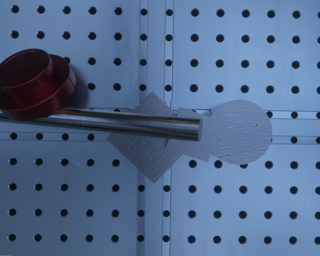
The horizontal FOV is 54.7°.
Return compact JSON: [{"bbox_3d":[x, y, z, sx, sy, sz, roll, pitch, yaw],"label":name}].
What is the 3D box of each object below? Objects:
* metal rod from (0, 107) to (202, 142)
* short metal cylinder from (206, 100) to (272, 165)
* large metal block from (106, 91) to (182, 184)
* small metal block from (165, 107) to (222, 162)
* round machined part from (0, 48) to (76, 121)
[{"bbox_3d":[-0.101,-0.011,0.368,0.301,0.025,0.025,5,90,16],"label":"metal rod"},{"bbox_3d":[0.097,0.005,0.402,0.081,0.050,0.079,0,90,-1],"label":"short metal cylinder"},{"bbox_3d":[-0.008,0.011,0.399,0.080,0.050,0.080,44,90,-1],"label":"large metal block"},{"bbox_3d":[0.038,0.007,0.362,0.050,0.025,0.050,19,90,-1],"label":"small metal block"},{"bbox_3d":[-0.157,-0.059,0.376,0.098,0.042,0.098,-6,51,8],"label":"round machined part"}]
